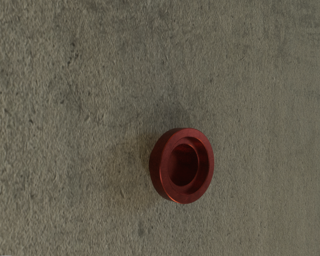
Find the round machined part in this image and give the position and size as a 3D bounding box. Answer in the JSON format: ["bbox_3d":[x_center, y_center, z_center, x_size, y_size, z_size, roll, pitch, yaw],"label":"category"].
[{"bbox_3d":[0.024,0.048,0.413,0.099,0.042,0.097,0,90,-40],"label":"round machined part"}]
